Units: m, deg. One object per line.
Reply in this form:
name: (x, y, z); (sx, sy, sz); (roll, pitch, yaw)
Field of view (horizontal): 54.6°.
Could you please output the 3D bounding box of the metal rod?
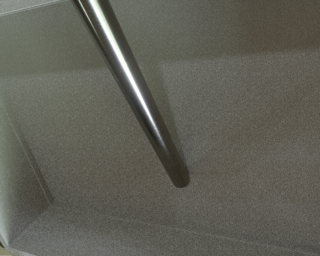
metal rod: (-0.013, -0.014, 0.329); (0.025, 0.025, 0.299); (7, 146, 25)
